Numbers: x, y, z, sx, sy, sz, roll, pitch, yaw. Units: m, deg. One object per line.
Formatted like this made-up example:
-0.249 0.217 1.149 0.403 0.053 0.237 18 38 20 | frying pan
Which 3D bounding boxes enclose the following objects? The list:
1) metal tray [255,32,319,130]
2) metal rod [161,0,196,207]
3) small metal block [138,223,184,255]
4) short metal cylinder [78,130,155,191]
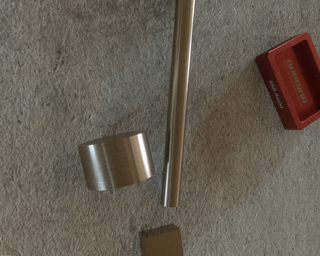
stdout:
0.215 -0.072 0.487 0.091 0.030 0.129 -30 100 -18 | metal tray
0.024 -0.046 0.402 0.025 0.025 0.298 2 96 -20 | metal rod
0.002 0.161 0.411 0.050 0.025 0.050 -8 93 -20 | small metal block
-0.050 0.036 0.362 0.081 0.080 0.050 -13 95 -20 | short metal cylinder
